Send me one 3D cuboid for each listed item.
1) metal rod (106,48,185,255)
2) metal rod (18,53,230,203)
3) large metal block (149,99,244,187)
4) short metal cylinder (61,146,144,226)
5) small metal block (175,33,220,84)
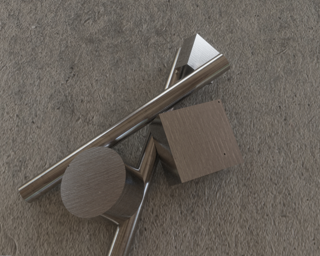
[{"bbox_3d":[-0.009,0.026,0.399,0.025,0.025,0.299,16,71,6],"label":"metal rod"},{"bbox_3d":[-0.040,-0.003,0.391,0.301,0.025,0.025,-34,74,-5],"label":"metal rod"},{"bbox_3d":[0.042,0.018,0.374,0.081,0.050,0.080,-15,80,-19],"label":"large metal block"},{"bbox_3d":[-0.065,0.068,0.357,0.080,0.050,0.080,-9,62,18],"label":"short metal cylinder"},{"bbox_3d":[0.053,-0.093,0.430,0.050,0.025,0.050,30,67,-32],"label":"small metal block"}]
